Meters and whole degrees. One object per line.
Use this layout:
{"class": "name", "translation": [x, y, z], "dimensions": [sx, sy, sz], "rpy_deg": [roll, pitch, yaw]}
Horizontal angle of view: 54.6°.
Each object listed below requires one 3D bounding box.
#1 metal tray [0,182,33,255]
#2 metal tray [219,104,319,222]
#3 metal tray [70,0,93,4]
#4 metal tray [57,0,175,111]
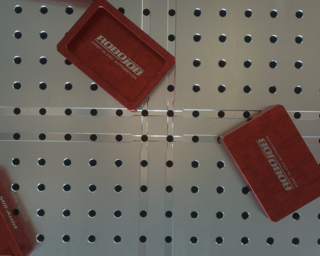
{"class": "metal tray", "translation": [-0.241, 0.131, 0.409], "dimensions": [0.090, 0.030, 0.130], "rpy_deg": [-26, 90, 0]}
{"class": "metal tray", "translation": [0.150, 0.045, 0.412], "dimensions": [0.090, 0.030, 0.130], "rpy_deg": [-31, 90, 0]}
{"class": "metal tray", "translation": [-0.140, -0.223, 0.409], "dimensions": [0.131, 0.030, 0.090], "rpy_deg": [9, 90, 0]}
{"class": "metal tray", "translation": [-0.056, -0.095, 0.410], "dimensions": [0.130, 0.030, 0.090], "rpy_deg": [40, 90, 0]}
